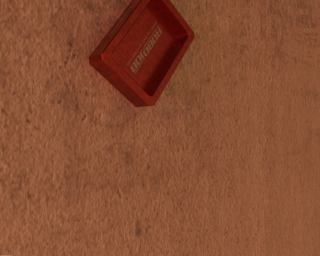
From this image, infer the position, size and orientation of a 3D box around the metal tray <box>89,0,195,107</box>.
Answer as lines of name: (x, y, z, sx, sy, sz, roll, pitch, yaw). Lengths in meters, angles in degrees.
metal tray: (-0.017, -0.102, 0.388, 0.090, 0.030, 0.130, 44, 64, -32)
